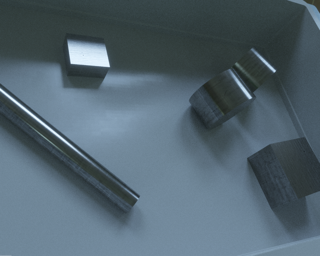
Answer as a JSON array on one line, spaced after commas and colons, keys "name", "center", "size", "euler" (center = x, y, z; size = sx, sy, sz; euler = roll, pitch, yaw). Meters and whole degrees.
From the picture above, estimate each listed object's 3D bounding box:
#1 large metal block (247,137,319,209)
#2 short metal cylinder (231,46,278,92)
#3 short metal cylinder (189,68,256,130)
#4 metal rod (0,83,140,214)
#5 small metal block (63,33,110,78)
[{"name": "large metal block", "center": [0.189, 0.064, 0.455], "size": [0.081, 0.050, 0.080], "euler": [-7, 65, -32]}, {"name": "short metal cylinder", "center": [0.141, -0.085, 0.500], "size": [0.050, 0.080, 0.080], "euler": [47, 51, 4]}, {"name": "short metal cylinder", "center": [0.089, -0.040, 0.445], "size": [0.081, 0.080, 0.050], "euler": [-24, 75, -37]}, {"name": "metal rod", "center": [-0.146, -0.011, 0.334], "size": [0.300, 0.025, 0.025], "euler": [39, 51, -2]}, {"name": "small metal block", "center": [-0.099, -0.095, 0.412], "size": [0.050, 0.025, 0.050], "euler": [-1, 62, -29]}]
